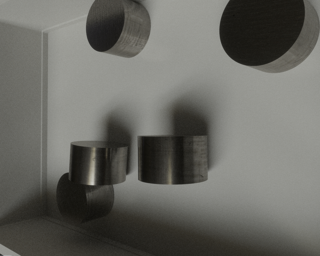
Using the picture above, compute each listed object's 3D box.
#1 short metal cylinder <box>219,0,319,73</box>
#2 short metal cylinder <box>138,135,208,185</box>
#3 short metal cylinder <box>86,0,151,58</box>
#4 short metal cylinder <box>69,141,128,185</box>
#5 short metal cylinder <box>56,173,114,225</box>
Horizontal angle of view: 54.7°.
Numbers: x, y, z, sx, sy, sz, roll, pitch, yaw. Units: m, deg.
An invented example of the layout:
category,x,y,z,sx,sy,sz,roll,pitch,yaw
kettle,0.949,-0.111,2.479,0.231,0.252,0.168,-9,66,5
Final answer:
category,x,y,z,sx,sy,sz,roll,pitch,yaw
short metal cylinder,0.106,-0.097,0.303,0.080,0.050,0.080,0,90,40
short metal cylinder,0.015,0.034,0.359,0.080,0.081,0.050,-1,90,40
short metal cylinder,-0.060,-0.144,0.440,0.080,0.050,0.080,0,90,40
short metal cylinder,-0.088,0.048,0.444,0.080,0.081,0.050,7,94,40
short metal cylinder,-0.119,0.107,0.488,0.080,0.050,0.079,1,92,40
